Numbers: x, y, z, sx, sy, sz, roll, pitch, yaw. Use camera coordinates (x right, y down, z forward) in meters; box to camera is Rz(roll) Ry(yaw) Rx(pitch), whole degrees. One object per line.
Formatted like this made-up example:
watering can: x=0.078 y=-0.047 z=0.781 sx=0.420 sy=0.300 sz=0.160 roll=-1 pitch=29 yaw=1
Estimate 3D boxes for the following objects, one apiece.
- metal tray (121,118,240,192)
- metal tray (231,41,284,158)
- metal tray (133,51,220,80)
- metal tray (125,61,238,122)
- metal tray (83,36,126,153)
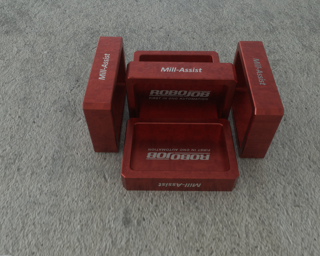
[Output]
metal tray: x=0.023 y=0.030 z=0.378 sx=0.131 sy=0.030 sz=0.090 roll=1 pitch=49 yaw=0
metal tray: x=0.116 y=-0.038 z=0.395 sx=0.030 sy=0.090 sz=0.130 roll=1 pitch=50 yaw=1
metal tray: x=0.024 y=-0.076 z=0.465 sx=0.131 sy=0.030 sz=0.090 roll=0 pitch=53 yaw=0
metal tray: x=0.025 y=-0.041 z=0.398 sx=0.131 sy=0.090 sz=0.030 roll=1 pitch=52 yaw=1
metal tray: x=-0.066 y=-0.044 z=0.399 sx=0.030 sy=0.090 sz=0.130 roll=1 pitch=51 yaw=1
